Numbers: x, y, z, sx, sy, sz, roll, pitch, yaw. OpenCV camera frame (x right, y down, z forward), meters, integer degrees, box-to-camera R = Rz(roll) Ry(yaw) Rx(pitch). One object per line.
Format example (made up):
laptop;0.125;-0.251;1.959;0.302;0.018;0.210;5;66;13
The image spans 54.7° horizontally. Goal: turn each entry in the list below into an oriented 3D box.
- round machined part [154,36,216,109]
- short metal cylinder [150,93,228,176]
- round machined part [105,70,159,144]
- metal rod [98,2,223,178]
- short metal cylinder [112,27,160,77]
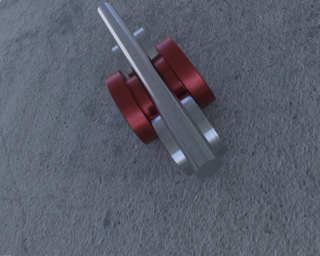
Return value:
round machined part;0.024;-0.062;0.383;0.042;0.098;0.098;-37;51;9
short metal cylinder;0.032;0.007;0.347;0.050;0.080;0.080;-34;52;6
round machined part;-0.024;-0.031;0.387;0.042;0.098;0.098;-32;52;3
metal rod;-0.018;-0.067;0.353;0.025;0.025;0.300;-34;52;5
short metal cylinder;-0.024;-0.094;0.438;0.050;0.080;0.080;-34;52;6
